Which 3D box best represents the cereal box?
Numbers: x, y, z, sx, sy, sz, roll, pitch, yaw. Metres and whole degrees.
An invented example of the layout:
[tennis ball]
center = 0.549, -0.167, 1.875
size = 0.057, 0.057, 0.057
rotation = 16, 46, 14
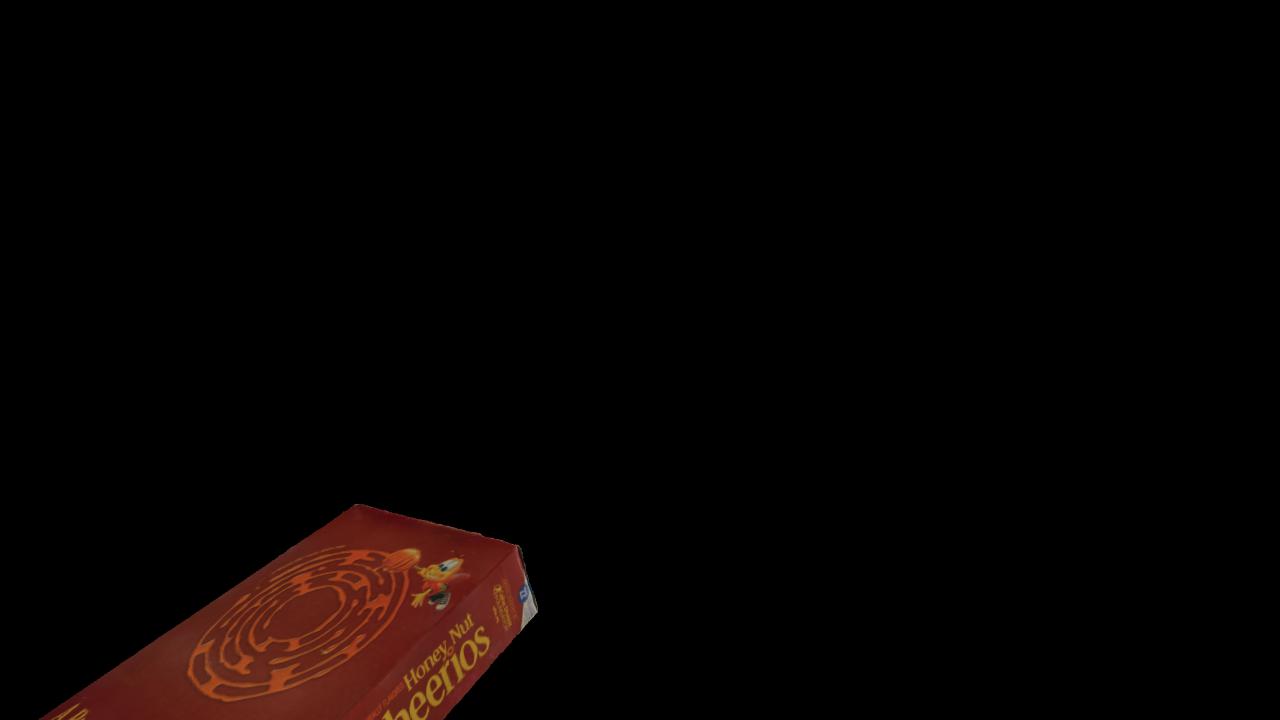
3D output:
[cereal box]
center = -0.241, 0.224, 0.411
size = 0.203, 0.081, 0.306
rotation = 3, 24, 30
